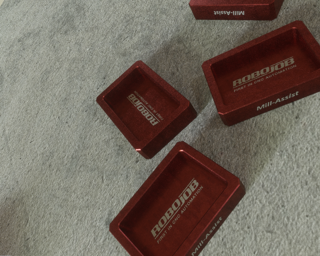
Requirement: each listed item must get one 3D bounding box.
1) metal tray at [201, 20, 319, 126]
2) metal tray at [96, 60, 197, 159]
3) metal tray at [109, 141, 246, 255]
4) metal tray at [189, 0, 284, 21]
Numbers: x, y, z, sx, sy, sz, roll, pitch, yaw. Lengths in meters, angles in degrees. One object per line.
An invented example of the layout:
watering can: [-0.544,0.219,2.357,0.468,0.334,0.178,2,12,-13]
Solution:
metal tray: [0.125,-0.066,0.375,0.130,0.030,0.090,-22,53,14]
metal tray: [-0.023,-0.030,0.430,0.090,0.030,0.130,-43,51,-2]
metal tray: [0.017,0.088,0.337,0.090,0.030,0.130,34,81,38]
metal tray: [0.119,-0.206,0.464,0.130,0.030,0.090,14,69,33]
